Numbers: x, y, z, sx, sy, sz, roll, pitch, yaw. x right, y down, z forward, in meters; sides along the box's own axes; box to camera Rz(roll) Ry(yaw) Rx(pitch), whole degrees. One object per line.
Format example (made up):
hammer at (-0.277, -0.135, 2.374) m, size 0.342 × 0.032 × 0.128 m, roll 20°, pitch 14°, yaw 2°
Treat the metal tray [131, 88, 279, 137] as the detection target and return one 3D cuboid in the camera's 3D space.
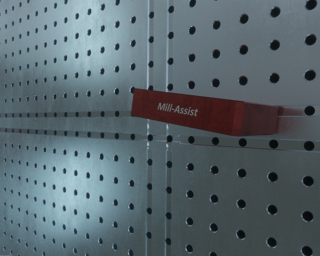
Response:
metal tray at (0.045, -0.018, 0.330) m, size 0.130 × 0.091 × 0.030 m, roll 12°, pitch 98°, yaw 39°
